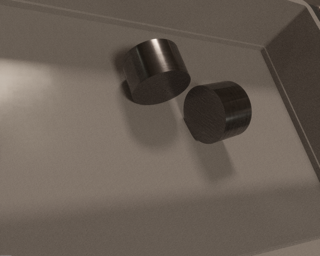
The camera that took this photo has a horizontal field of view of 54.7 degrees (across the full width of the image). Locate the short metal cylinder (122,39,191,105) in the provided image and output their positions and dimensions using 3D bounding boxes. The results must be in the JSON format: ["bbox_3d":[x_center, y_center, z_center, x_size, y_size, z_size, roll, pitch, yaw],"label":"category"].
[{"bbox_3d":[-0.006,-0.073,0.413,0.081,0.080,0.050,-6,65,-31],"label":"short metal cylinder"}]

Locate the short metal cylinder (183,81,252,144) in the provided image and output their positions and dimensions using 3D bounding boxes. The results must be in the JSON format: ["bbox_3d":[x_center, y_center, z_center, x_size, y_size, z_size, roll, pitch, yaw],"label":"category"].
[{"bbox_3d":[0.078,-0.022,0.428,0.050,0.080,0.080,-14,70,-34],"label":"short metal cylinder"}]
